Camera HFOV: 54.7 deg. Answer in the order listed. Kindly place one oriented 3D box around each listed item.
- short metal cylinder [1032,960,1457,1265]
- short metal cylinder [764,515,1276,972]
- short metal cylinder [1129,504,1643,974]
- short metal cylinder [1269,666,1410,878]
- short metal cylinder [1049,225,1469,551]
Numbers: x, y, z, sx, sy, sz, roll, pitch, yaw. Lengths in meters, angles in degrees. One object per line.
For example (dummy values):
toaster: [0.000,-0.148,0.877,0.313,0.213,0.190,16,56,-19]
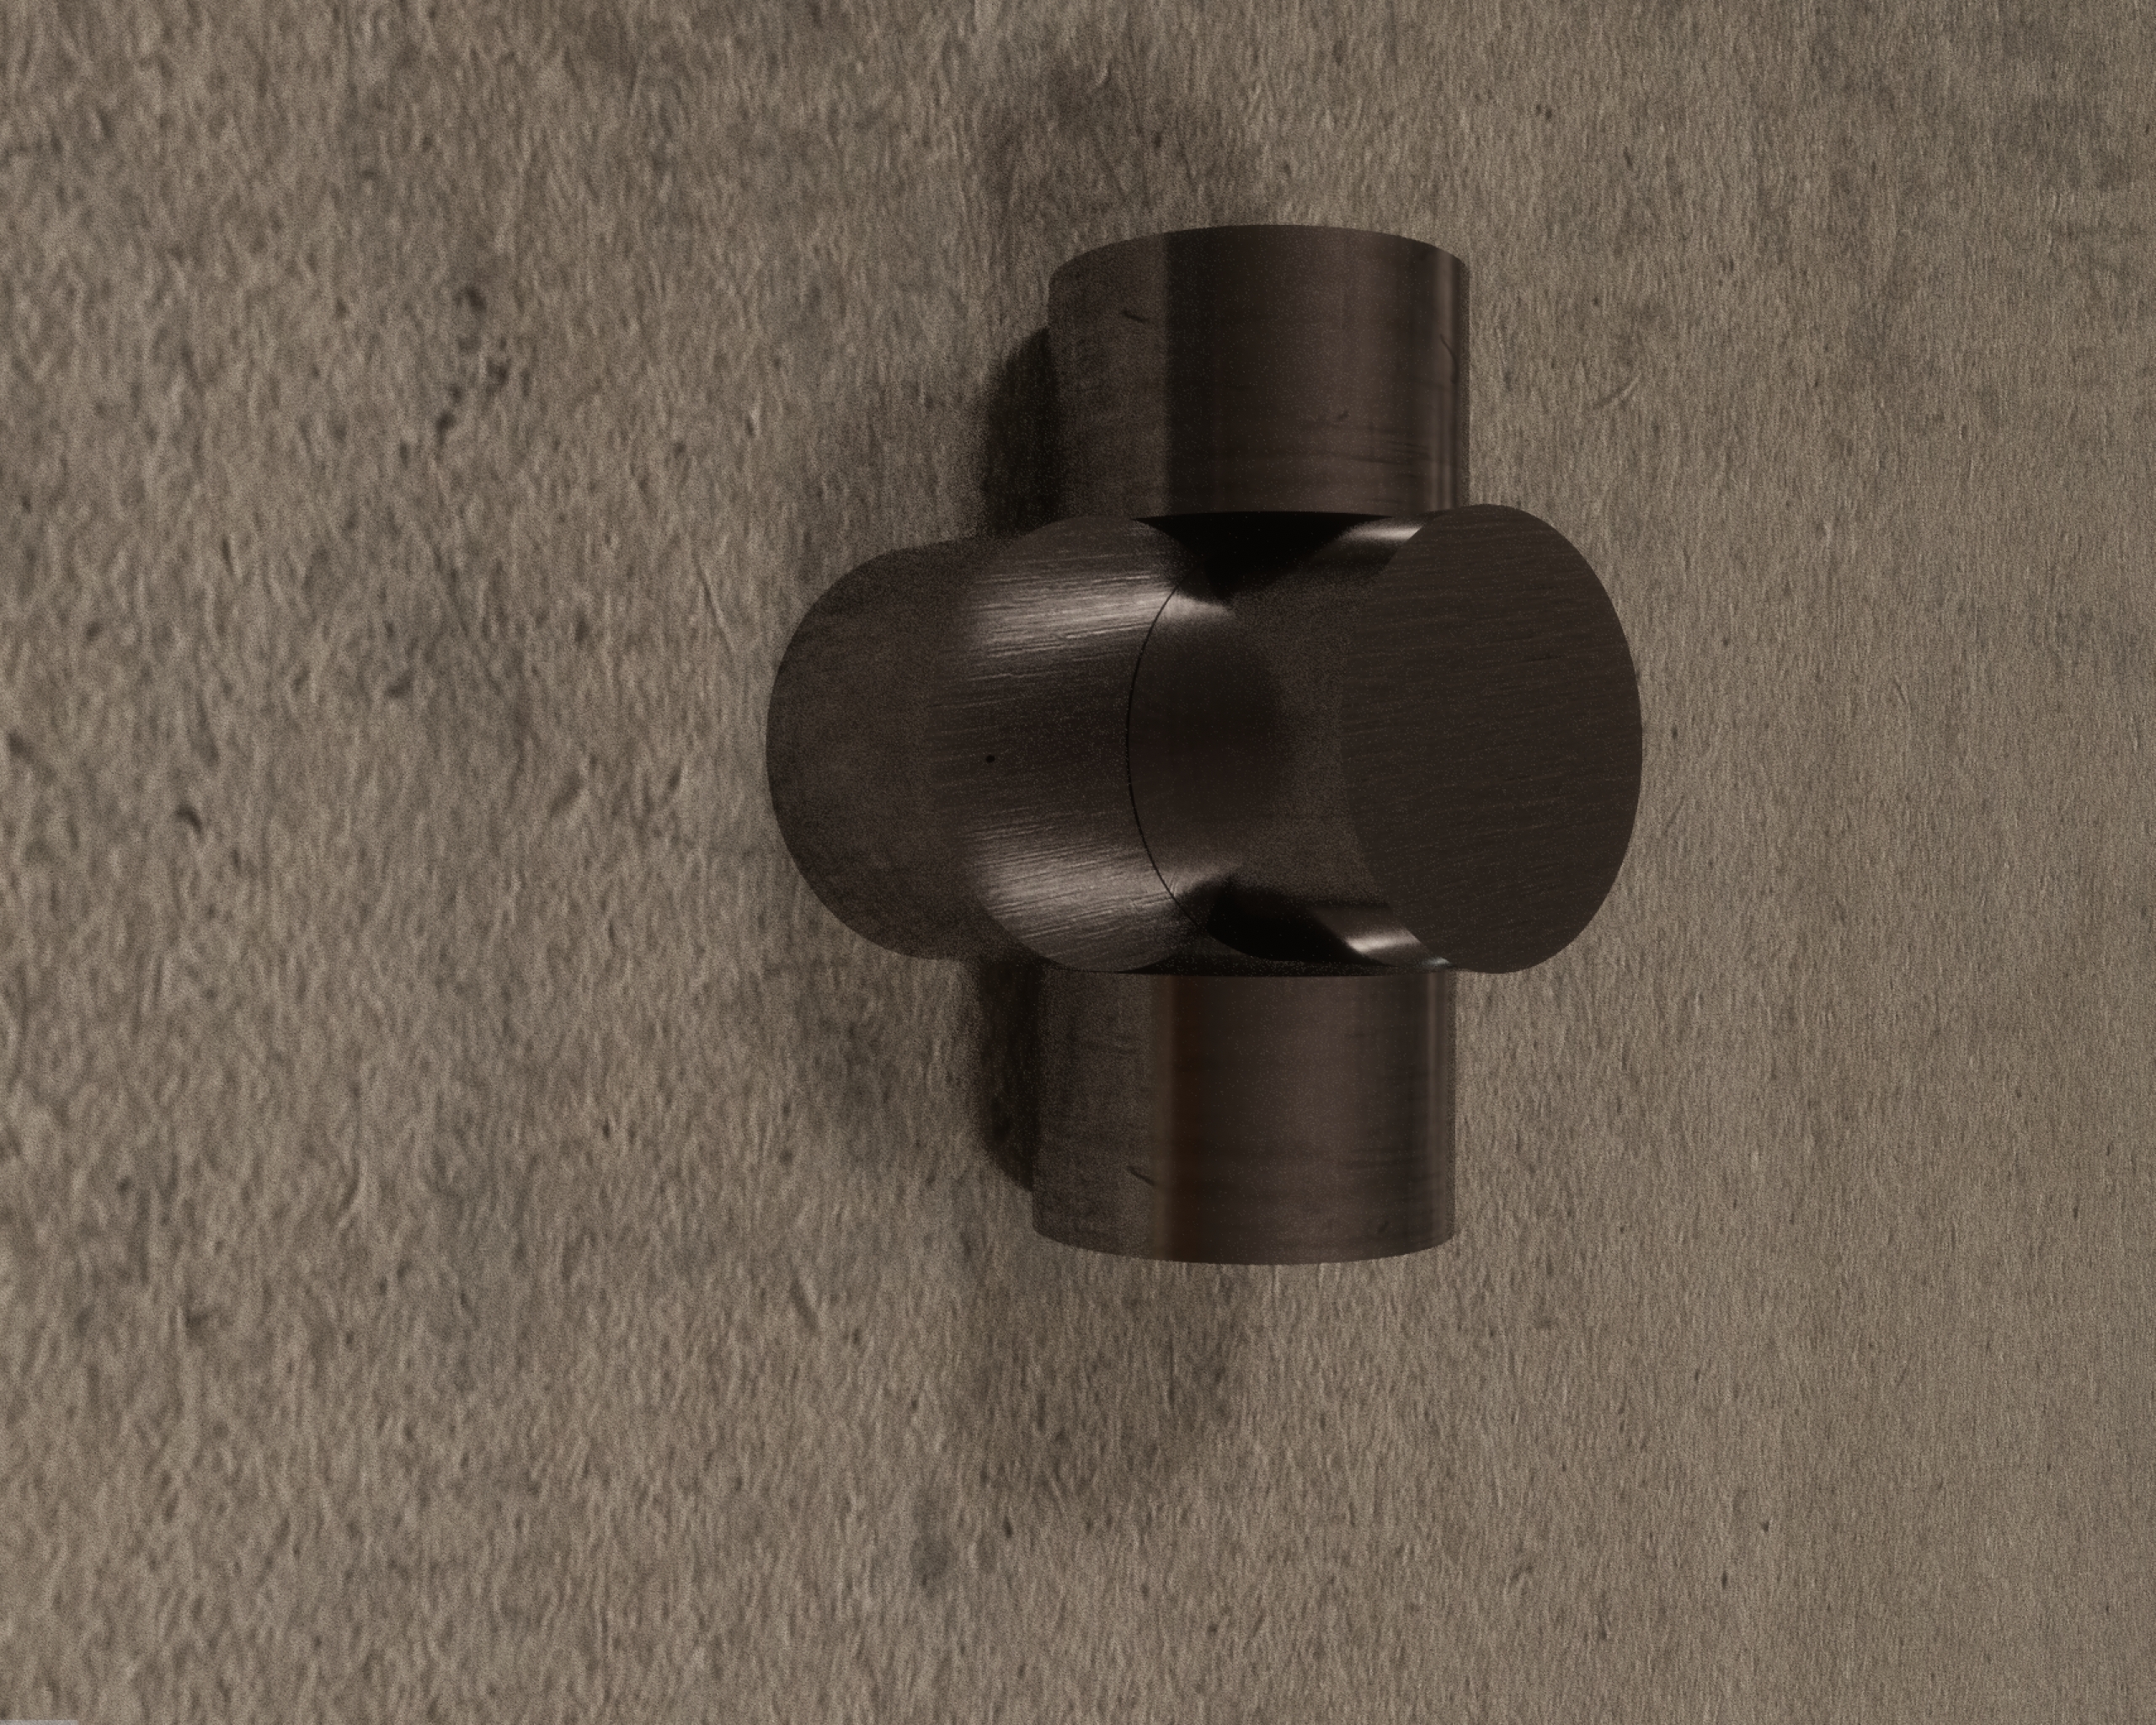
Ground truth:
short metal cylinder: [0.032,0.044,0.400,0.081,0.080,0.050,0,90,-40]
short metal cylinder: [-0.010,-0.021,0.383,0.081,0.050,0.079,0,90,-40]
short metal cylinder: [0.056,-0.021,0.373,0.081,0.050,0.079,0,90,-40]
short metal cylinder: [0.052,-0.022,0.435,0.081,0.050,0.079,0,90,-40]
short metal cylinder: [0.035,-0.086,0.402,0.081,0.080,0.050,0,91,-40]
